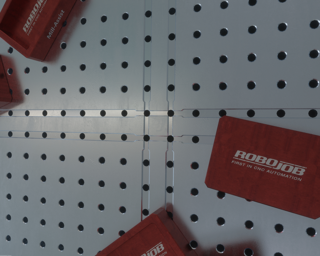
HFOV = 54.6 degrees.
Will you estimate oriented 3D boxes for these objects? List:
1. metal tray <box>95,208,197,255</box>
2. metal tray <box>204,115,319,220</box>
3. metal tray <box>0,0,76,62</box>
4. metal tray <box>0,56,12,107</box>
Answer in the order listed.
[{"bbox_3d":[-0.023,0.182,0.418,0.130,0.030,0.090,-40,78,15],"label":"metal tray"},{"bbox_3d":[0.127,0.042,0.365,0.130,0.030,0.090,14,95,19],"label":"metal tray"},{"bbox_3d":[-0.192,-0.181,0.478,0.090,0.030,0.130,37,102,16],"label":"metal tray"},{"bbox_3d":[-0.320,-0.065,0.523,0.130,0.030,0.090,-21,83,18],"label":"metal tray"}]
